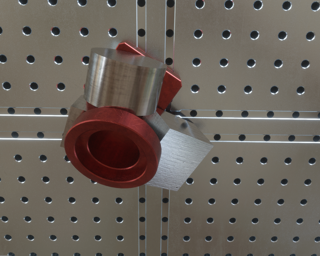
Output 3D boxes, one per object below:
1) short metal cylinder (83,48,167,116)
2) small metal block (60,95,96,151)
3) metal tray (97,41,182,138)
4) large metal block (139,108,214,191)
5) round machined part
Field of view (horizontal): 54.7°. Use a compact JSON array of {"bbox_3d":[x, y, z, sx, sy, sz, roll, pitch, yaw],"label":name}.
[{"bbox_3d":[-0.037,-0.051,0.332,0.081,0.080,0.050,13,110,-5],"label":"short metal cylinder"},{"bbox_3d":[-0.092,-0.006,0.363,0.025,0.050,0.050,18,109,-7],"label":"small metal block"},{"bbox_3d":[-0.045,-0.033,0.398,0.090,0.030,0.129,33,106,-12],"label":"metal tray"},{"bbox_3d":[0.006,0.028,0.391,0.080,0.050,0.080,21,112,-41],"label":"large metal block"},{"bbox_3d":[-0.047,0.017,0.330,0.098,0.042,0.097,7,131,8],"label":"round machined part"}]
